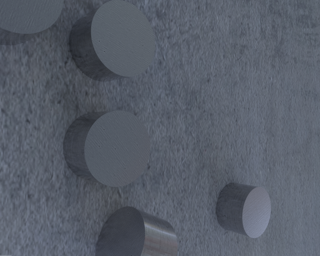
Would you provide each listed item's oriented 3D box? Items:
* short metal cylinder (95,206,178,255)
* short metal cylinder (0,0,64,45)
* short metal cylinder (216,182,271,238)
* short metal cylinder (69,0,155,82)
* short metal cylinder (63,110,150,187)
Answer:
[{"bbox_3d":[-0.027,0.135,0.348,0.050,0.080,0.080,34,69,-36],"label":"short metal cylinder"},{"bbox_3d":[-0.135,-0.119,0.276,0.081,0.050,0.079,0,90,-40],"label":"short metal cylinder"},{"bbox_3d":[0.138,0.133,0.507,0.081,0.050,0.079,0,90,-40],"label":"short metal cylinder"},{"bbox_3d":[-0.053,-0.094,0.346,0.081,0.050,0.079,0,90,-40],"label":"short metal cylinder"},{"bbox_3d":[-0.058,0.021,0.342,0.081,0.050,0.079,0,90,-40],"label":"short metal cylinder"}]
